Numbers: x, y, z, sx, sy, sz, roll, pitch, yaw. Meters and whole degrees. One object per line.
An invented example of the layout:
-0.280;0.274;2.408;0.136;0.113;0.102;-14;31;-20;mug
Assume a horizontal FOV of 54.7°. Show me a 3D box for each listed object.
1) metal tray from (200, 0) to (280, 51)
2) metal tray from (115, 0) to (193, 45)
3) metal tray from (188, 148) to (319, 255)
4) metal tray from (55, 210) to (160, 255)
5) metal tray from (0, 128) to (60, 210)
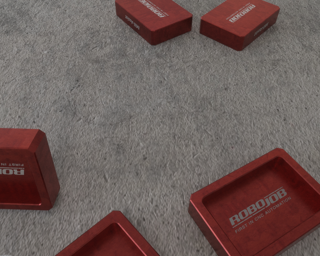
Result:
0.146;-0.198;0.567;0.090;0.030;0.131;35;58;25;metal tray
-0.013;-0.211;0.577;0.091;0.030;0.130;-28;56;-22;metal tray
0.107;0.085;0.329;0.131;0.030;0.090;-24;54;-19;metal tray
-0.061;0.148;0.274;0.131;0.030;0.090;-35;58;-26;metal tray
-0.179;0.043;0.320;0.131;0.089;0.030;2;37;1;metal tray
